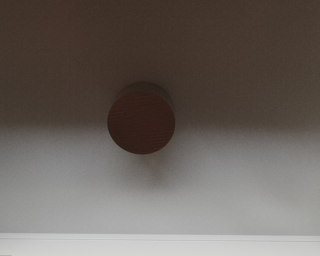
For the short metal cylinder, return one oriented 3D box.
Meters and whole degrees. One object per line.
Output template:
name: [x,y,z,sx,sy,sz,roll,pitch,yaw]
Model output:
short metal cylinder: [-0.022,-0.013,0.390,0.080,0.050,0.079,0,110,0]
